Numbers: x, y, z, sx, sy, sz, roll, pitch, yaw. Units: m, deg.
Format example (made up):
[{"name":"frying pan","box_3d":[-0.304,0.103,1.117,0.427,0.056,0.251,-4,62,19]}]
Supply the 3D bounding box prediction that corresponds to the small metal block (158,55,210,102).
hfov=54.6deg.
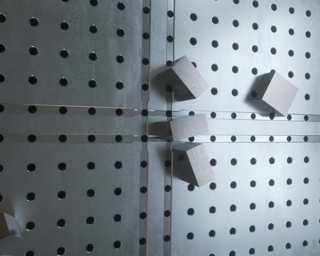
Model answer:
[{"name":"small metal block","box_3d":[0.030,-0.064,0.410,0.025,0.050,0.050,-45,104,-14]}]

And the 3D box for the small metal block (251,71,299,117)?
[{"name":"small metal block","box_3d":[0.177,-0.051,0.477,0.050,0.025,0.050,32,80,-17]}]

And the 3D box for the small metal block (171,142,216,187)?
[{"name":"small metal block","box_3d":[0.043,0.047,0.415,0.025,0.050,0.050,-23,98,-18]}]

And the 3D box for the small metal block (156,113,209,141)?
[{"name":"small metal block","box_3d":[0.029,-0.001,0.410,0.050,0.050,0.025,-13,95,-20]}]

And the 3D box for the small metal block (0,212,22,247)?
[{"name":"small metal block","box_3d":[-0.182,0.115,0.329,0.050,0.050,0.025,-21,73,-19]}]
